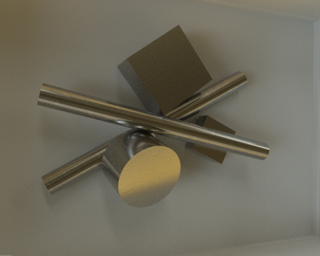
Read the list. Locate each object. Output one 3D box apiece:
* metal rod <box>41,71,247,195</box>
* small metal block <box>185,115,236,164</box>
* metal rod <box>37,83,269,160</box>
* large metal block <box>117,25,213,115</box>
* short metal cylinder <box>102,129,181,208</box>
[{"bbox_3d":[-0.006,-0.002,0.407,0.302,0.025,0.025,-29,100,-18],"label":"metal rod"},{"bbox_3d":[0.071,0.016,0.435,0.050,0.025,0.050,28,81,-18],"label":"small metal block"},{"bbox_3d":[0.008,-0.002,0.386,0.302,0.025,0.025,14,85,-20],"label":"metal rod"},{"bbox_3d":[0.006,-0.071,0.398,0.080,0.050,0.080,-38,103,-16],"label":"large metal block"},{"bbox_3d":[-0.023,0.047,0.373,0.081,0.050,0.079,-14,119,-27],"label":"short metal cylinder"}]
